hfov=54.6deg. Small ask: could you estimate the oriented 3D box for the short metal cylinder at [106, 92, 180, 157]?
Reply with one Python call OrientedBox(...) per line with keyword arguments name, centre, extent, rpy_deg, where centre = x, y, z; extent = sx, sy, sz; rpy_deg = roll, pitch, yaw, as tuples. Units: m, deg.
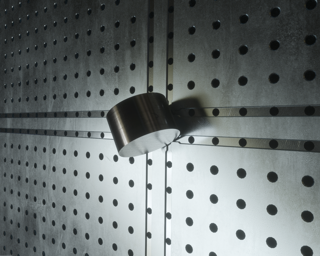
OrientedBox(name="short metal cylinder", centre=(-0.021, -0.002, 0.391), extent=(0.080, 0.081, 0.050), rpy_deg=(-35, 68, 35))
